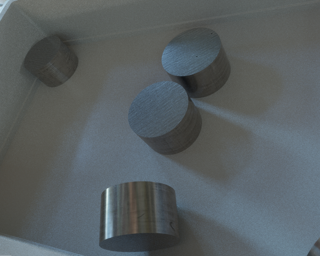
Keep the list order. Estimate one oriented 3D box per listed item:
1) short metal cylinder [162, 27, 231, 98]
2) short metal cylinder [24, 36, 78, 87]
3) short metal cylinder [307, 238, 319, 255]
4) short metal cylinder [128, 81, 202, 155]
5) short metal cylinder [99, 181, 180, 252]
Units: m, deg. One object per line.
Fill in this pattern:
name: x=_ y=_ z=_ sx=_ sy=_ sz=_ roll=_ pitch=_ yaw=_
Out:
short metal cylinder: x=0.049 y=-0.087 z=0.418 sx=0.080 sy=0.050 sz=0.080 roll=-13 pitch=56 yaw=21
short metal cylinder: x=-0.199 y=-0.122 z=0.570 sx=0.080 sy=0.050 sz=0.080 roll=-13 pitch=56 yaw=21
short metal cylinder: x=0.154 y=0.099 z=0.225 sx=0.080 sy=0.080 sz=0.050 roll=-41 pitch=42 yaw=0
short metal cylinder: x=0.007 y=-0.012 z=0.394 sx=0.080 sy=0.050 sz=0.080 roll=-13 pitch=56 yaw=21
short metal cylinder: x=-0.022 y=0.095 z=0.324 sx=0.080 sy=0.080 sz=0.050 roll=-17 pitch=55 yaw=18
